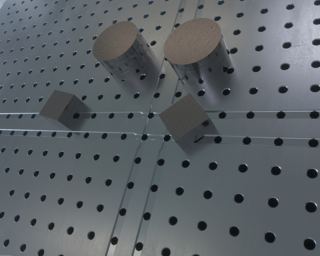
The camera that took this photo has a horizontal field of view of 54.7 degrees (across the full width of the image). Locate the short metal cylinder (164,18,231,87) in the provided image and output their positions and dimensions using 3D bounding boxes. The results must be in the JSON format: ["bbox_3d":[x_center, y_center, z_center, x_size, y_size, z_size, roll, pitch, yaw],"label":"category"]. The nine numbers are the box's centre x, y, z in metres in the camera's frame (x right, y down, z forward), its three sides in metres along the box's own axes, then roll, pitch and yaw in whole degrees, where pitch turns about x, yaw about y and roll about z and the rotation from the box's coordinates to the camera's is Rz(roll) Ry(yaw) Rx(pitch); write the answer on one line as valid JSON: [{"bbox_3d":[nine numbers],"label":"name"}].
[{"bbox_3d":[0.052,-0.104,0.429,0.080,0.050,0.080,-13,56,21],"label":"short metal cylinder"}]

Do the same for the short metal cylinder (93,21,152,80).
[{"bbox_3d":[-0.060,-0.124,0.500,0.080,0.050,0.080,-13,56,21],"label":"short metal cylinder"}]

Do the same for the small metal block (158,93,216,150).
[{"bbox_3d":[0.034,-0.009,0.396,0.050,0.025,0.050,-35,51,5],"label":"small metal block"}]

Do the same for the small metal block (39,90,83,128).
[{"bbox_3d":[-0.164,-0.033,0.515,0.050,0.025,0.050,15,70,34],"label":"small metal block"}]
